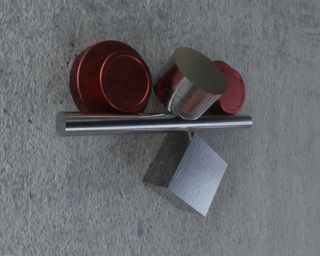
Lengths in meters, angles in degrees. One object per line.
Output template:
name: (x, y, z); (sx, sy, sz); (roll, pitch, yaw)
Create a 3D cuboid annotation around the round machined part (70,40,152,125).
round machined part: (-0.048, -0.051, 0.354); (0.099, 0.042, 0.097); (0, 90, -40)

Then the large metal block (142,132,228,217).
large metal block: (0.036, 0.060, 0.417); (0.080, 0.050, 0.080); (43, 64, -32)

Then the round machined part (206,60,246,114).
round machined part: (0.094, -0.054, 0.473); (0.099, 0.042, 0.097); (0, 90, -40)

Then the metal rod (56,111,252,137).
metal rod: (0.020, -0.007, 0.395); (0.302, 0.025, 0.025); (-1, 91, -40)

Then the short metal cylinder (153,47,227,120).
short metal cylinder: (0.038, -0.057, 0.397); (0.080, 0.050, 0.080); (22, 43, -22)
